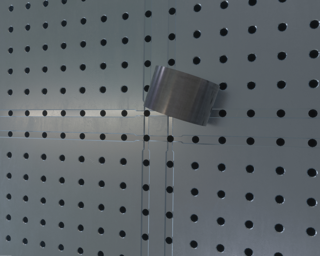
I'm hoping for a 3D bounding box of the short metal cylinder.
[{"bbox_3d":[0.026,-0.039,0.375,0.080,0.080,0.050,20,97,19],"label":"short metal cylinder"}]
